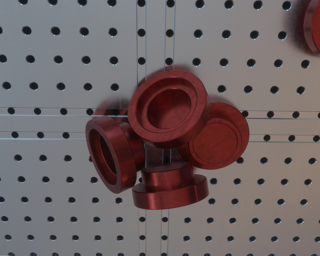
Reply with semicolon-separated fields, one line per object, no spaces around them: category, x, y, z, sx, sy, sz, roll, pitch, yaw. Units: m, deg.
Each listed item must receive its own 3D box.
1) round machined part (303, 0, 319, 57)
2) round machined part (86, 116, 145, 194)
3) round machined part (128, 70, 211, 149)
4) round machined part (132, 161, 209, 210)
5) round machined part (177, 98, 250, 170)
round machined part;0.216;-0.126;0.361;0.099;0.042;0.097;0;110;-1
round machined part;-0.054;0.030;0.394;0.042;0.098;0.097;-21;113;-29
round machined part;0.014;-0.019;0.378;0.098;0.098;0.042;-26;146;9
round machined part;0.012;0.071;0.404;0.099;0.098;0.042;-9;91;3
round machined part;0.070;0.013;0.410;0.099;0.042;0.097;0;110;-1
